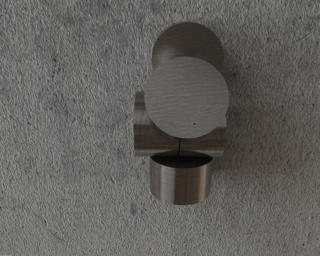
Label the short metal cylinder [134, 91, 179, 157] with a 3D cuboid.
[{"bbox_3d":[-0.004,-0.005,0.380,0.050,0.080,0.079,1,110,-1],"label":"short metal cylinder"}]

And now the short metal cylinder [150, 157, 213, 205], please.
[{"bbox_3d":[0.027,0.056,0.403,0.081,0.080,0.050,0,110,-1],"label":"short metal cylinder"}]

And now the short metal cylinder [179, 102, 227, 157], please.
[{"bbox_3d":[0.048,-0.004,0.380,0.050,0.080,0.079,0,110,0],"label":"short metal cylinder"}]

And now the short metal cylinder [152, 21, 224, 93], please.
[{"bbox_3d":[0.031,-0.084,0.368,0.081,0.050,0.079,0,110,-1],"label":"short metal cylinder"}]

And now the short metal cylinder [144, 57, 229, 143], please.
[{"bbox_3d":[0.025,-0.026,0.318,0.081,0.050,0.080,0,82,-1],"label":"short metal cylinder"}]
